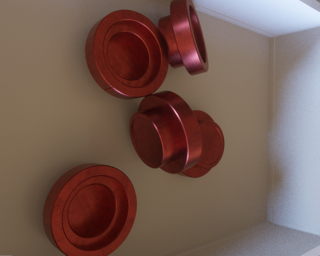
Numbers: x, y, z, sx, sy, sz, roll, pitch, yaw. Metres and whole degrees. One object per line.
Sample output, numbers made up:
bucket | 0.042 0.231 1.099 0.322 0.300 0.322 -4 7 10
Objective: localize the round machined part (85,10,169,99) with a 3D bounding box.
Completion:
round machined part | -0.041 -0.081 0.360 0.099 0.042 0.097 2 87 -37

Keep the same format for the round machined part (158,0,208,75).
round machined part | 0.029 -0.116 0.403 0.098 0.042 0.097 -13 90 -72

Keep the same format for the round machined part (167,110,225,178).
round machined part | 0.055 0.023 0.444 0.099 0.042 0.097 0 90 -40

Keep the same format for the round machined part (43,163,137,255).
round machined part | -0.077 0.087 0.333 0.099 0.042 0.097 0 90 -40

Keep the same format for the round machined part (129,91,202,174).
round machined part | 0.000 0.009 0.362 0.042 0.098 0.097 -20 103 -32
